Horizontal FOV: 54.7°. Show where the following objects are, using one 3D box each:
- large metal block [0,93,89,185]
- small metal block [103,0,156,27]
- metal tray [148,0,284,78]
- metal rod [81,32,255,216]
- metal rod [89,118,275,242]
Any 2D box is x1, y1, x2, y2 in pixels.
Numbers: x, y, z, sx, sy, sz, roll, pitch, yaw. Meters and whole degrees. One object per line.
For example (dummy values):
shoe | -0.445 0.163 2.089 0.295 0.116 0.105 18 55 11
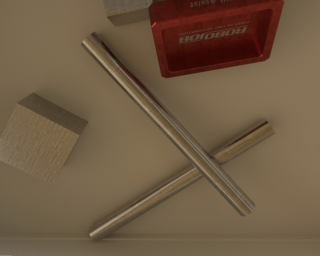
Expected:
large metal block | -0.152 0.013 0.401 0.080 0.050 0.080 29 107 -11
small metal block | -0.033 -0.136 0.345 0.050 0.050 0.025 -11 96 4
metal tray | 0.059 -0.104 0.343 0.131 0.030 0.090 -10 151 3
metal rod | 0.016 0.001 0.393 0.025 0.025 0.300 -41 99 13
metal rod | 0.023 0.079 0.440 0.300 0.025 0.025 -34 107 11
